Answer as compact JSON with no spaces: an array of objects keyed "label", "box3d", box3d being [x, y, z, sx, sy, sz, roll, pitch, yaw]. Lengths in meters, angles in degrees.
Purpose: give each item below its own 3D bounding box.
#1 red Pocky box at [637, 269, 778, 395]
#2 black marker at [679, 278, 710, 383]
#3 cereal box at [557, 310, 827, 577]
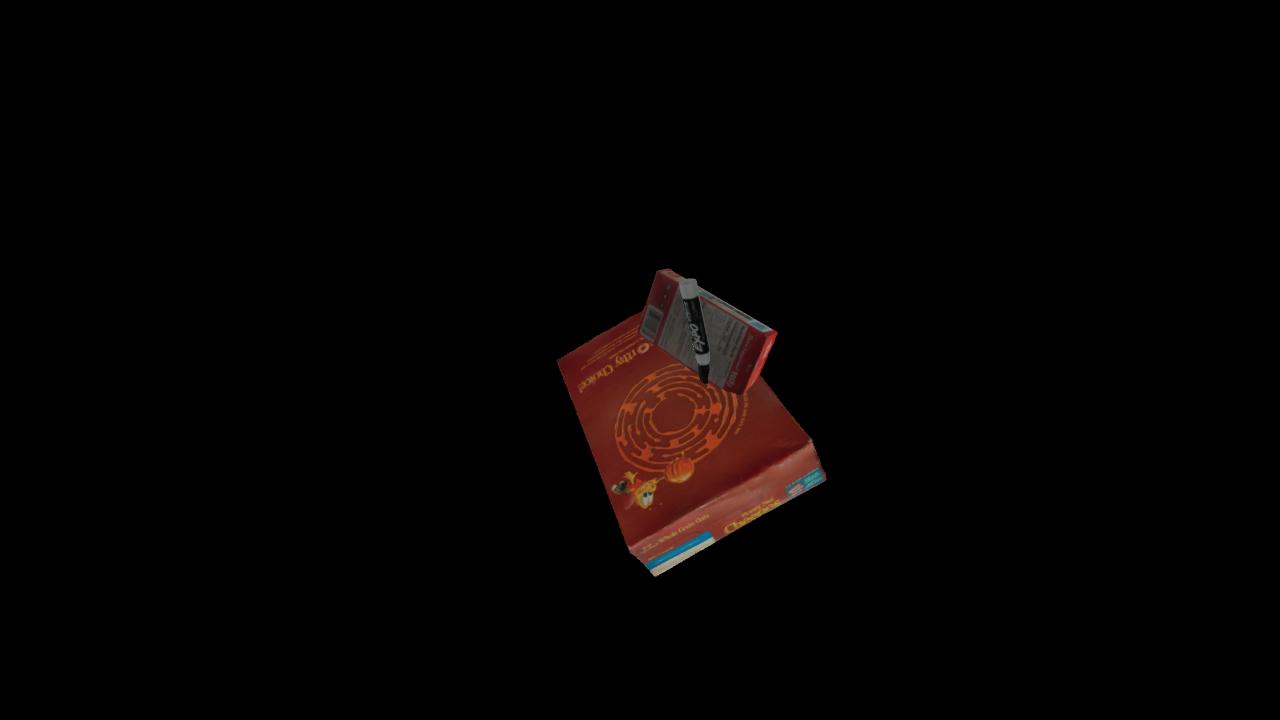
[{"label":"red Pocky box","box3d":[0.068,-0.029,0.666,0.155,0.083,0.028,36,30,31]},{"label":"black marker","box3d":[0.062,-0.026,0.642,0.020,0.121,0.020,-12,25,6]},{"label":"cereal box","box3d":[0.039,0.061,0.700,0.203,0.081,0.306,-31,43,1]}]
